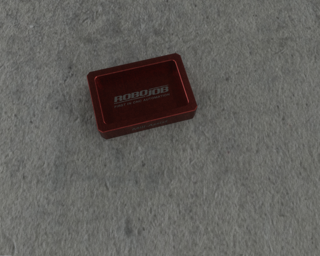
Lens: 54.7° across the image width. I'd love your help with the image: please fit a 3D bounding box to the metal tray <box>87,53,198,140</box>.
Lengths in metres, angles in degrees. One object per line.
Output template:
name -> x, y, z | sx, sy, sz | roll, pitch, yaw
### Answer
metal tray -> -0.025, -0.044, 0.421 | 0.131, 0.030, 0.090 | -14, 71, -6
